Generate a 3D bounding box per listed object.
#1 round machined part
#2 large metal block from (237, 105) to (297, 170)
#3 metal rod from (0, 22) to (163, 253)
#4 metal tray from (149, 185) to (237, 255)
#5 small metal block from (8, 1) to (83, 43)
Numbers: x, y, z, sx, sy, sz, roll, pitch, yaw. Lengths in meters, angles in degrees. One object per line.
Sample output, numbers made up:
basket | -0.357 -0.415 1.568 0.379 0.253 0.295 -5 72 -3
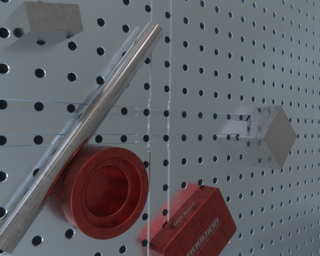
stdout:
round machined part | -0.063 0.068 0.343 0.099 0.042 0.097 -3 95 -43
large metal block | 0.194 0.016 0.557 0.080 0.050 0.080 52 60 -27
metal rod | -0.077 -0.009 0.344 0.025 0.025 0.300 45 63 -31
metal tray | 0.053 0.158 0.452 0.131 0.030 0.090 -40 115 -33
small metal block | -0.111 -0.101 0.300 0.050 0.050 0.025 -15 100 -39
